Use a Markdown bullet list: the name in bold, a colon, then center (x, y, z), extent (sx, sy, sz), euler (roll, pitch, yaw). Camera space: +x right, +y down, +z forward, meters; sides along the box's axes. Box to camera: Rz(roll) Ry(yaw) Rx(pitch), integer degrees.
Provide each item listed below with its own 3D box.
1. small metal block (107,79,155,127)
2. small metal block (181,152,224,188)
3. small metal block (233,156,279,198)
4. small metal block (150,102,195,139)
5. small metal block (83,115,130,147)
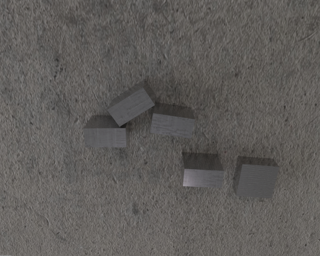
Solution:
- **small metal block**: center (-0.034, -0.033, 0.384), extent (0.050, 0.050, 0.025), euler (-31, 107, 10)
- **small metal block**: center (0.055, 0.056, 0.417), extent (0.050, 0.050, 0.025), euler (3, 110, -1)
- **small metal block**: center (0.134, 0.069, 0.436), extent (0.050, 0.025, 0.050), euler (5, 110, -2)
- **small metal block**: center (0.015, -0.011, 0.392), extent (0.050, 0.050, 0.025), euler (8, 110, -3)
- **small metal block**: center (-0.066, 0.003, 0.397), extent (0.050, 0.050, 0.025), euler (0, 110, 0)
